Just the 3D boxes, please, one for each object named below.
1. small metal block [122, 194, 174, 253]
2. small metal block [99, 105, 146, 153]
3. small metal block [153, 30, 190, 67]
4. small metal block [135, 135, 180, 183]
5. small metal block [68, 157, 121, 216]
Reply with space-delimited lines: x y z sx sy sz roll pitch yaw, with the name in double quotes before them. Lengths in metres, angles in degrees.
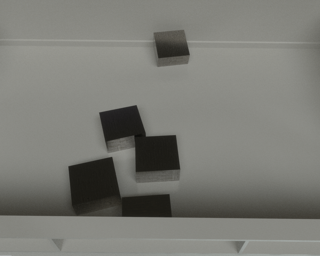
"small metal block" -0.013 0.099 0.322 0.050 0.025 0.050 -3 50 -3
"small metal block" -0.049 0.001 0.404 0.050 0.025 0.050 -12 51 -10
"small metal block" 0.018 -0.130 0.505 0.050 0.025 0.050 -7 68 -6
"small metal block" -0.004 0.037 0.374 0.050 0.025 0.050 -3 50 -3
"small metal block" -0.073 0.065 0.350 0.050 0.025 0.050 -12 51 -10
